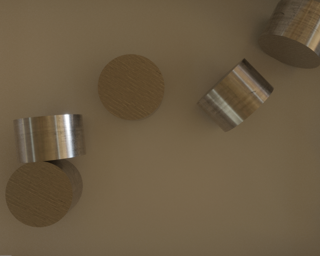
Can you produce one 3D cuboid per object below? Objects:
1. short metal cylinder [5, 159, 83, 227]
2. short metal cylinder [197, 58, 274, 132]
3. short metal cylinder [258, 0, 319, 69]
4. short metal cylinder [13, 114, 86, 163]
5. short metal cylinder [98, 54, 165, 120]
[{"bbox_3d":[-0.146,0.079,0.397,0.081,0.050,0.079,0,90,-1],"label":"short metal cylinder"},{"bbox_3d":[0.092,-0.041,0.385,0.080,0.080,0.050,-44,90,0],"label":"short metal cylinder"},{"bbox_3d":[0.171,-0.116,0.386,0.080,0.080,0.050,28,90,-1],"label":"short metal cylinder"},{"bbox_3d":[-0.135,0.012,0.382,0.081,0.080,0.050,-6,90,-1],"label":"short metal cylinder"},{"bbox_3d":[-0.035,-0.049,0.398,0.081,0.050,0.079,0,90,-1],"label":"short metal cylinder"}]
